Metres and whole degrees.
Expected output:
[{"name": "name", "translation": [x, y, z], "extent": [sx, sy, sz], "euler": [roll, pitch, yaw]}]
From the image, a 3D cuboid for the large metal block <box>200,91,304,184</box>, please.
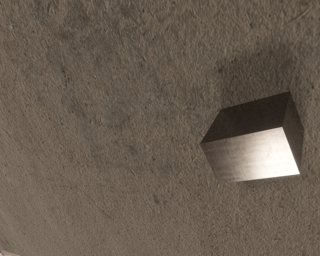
[{"name": "large metal block", "translation": [0.099, 0.010, 0.324], "extent": [0.080, 0.080, 0.050], "euler": [-15, 111, 34]}]
